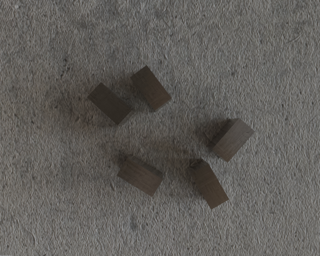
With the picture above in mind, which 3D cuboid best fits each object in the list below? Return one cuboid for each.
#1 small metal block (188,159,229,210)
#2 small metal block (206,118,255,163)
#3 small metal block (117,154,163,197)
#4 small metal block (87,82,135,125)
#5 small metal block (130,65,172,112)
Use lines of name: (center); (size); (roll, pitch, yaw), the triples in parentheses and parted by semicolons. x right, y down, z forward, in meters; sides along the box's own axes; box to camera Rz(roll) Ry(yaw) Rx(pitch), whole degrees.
small metal block: (0.060, 0.071, 0.398); (0.025, 0.050, 0.050); (-30, 90, 0)
small metal block: (0.089, 0.015, 0.398); (0.025, 0.050, 0.050); (41, 90, 0)
small metal block: (-0.024, 0.059, 0.397); (0.050, 0.050, 0.025); (31, 90, 0)
small metal block: (-0.061, -0.029, 0.397); (0.050, 0.050, 0.025); (42, 90, 0)
small metal block: (-0.011, -0.049, 0.397); (0.025, 0.050, 0.050); (-37, 90, 0)
